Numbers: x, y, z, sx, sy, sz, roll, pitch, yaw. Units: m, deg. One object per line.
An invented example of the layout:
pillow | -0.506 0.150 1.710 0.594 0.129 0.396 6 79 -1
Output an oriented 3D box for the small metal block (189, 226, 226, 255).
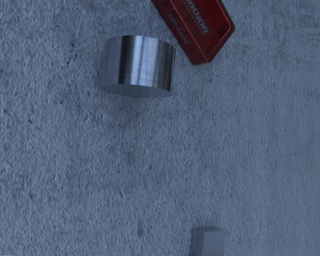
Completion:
small metal block | 0.071 0.177 0.465 0.050 0.025 0.050 10 83 -40

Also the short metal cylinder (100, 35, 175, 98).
short metal cylinder | -0.024 -0.065 0.348 0.081 0.080 0.050 7 86 -40

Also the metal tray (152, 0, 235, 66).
metal tray | 0.049 -0.167 0.441 0.130 0.030 0.090 51 60 -28
